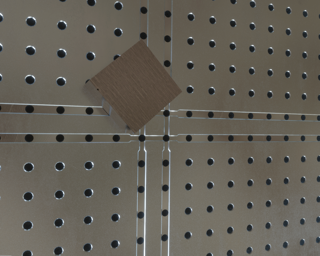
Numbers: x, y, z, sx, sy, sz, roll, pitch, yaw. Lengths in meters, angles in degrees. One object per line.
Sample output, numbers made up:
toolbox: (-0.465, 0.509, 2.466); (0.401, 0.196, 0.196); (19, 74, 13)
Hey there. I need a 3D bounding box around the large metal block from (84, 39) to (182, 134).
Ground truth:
large metal block: (-0.034, -0.049, 0.387); (0.080, 0.050, 0.080); (-43, 104, -15)
